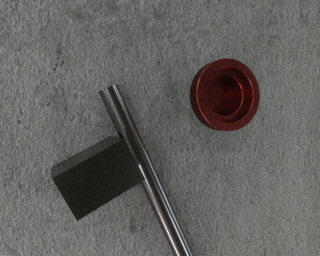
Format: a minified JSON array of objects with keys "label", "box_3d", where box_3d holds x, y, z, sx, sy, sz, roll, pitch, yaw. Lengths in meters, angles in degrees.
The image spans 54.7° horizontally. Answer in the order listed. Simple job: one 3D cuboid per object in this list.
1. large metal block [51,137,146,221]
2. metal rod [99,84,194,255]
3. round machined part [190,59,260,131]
[{"label":"large metal block","box_3d":[-0.074,0.052,0.353,0.080,0.080,0.050,-30,100,-18]},{"label":"metal rod","box_3d":[-0.006,0.085,0.408,0.025,0.025,0.299,-26,99,-18]},{"label":"round machined part","box_3d":[0.086,-0.044,0.433,0.099,0.042,0.097,0,90,-21]}]
